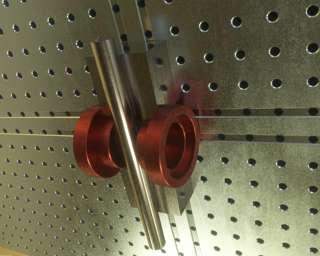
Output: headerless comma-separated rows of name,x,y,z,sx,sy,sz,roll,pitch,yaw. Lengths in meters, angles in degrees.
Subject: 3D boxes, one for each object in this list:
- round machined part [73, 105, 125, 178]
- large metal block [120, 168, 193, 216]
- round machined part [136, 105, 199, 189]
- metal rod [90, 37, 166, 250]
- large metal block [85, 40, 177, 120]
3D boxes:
round machined part,-0.064,0.017,0.408,0.042,0.098,0.097,2,119,27
large metal block,-0.004,0.072,0.441,0.080,0.050,0.079,3,120,27
round machined part,0.008,0.020,0.372,0.042,0.099,0.097,5,121,32
metal rod,-0.032,0.039,0.387,0.025,0.025,0.298,2,120,27
large metal block,-0.033,-0.057,0.376,0.080,0.050,0.079,2,120,27
